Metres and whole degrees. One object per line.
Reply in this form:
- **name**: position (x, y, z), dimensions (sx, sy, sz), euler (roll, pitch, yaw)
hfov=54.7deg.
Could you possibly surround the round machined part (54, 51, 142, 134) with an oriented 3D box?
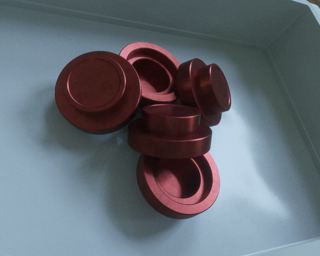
- **round machined part**: position (-0.071, -0.044, 0.353), dimensions (0.099, 0.042, 0.098), euler (0, 76, 0)

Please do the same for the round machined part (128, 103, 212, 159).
- **round machined part**: position (0.012, -0.002, 0.363), dimensions (0.099, 0.098, 0.042), euler (-7, 110, -31)

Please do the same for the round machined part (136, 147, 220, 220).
- **round machined part**: position (0.018, 0.059, 0.366), dimensions (0.099, 0.042, 0.098), euler (14, 56, -21)

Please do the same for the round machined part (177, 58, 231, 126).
- **round machined part**: position (0.066, -0.051, 0.430), dimensions (0.098, 0.042, 0.098), euler (33, 49, -48)

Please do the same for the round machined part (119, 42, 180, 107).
- **round machined part**: position (-0.017, -0.065, 0.422), dimensions (0.099, 0.042, 0.098), euler (14, 56, -21)
